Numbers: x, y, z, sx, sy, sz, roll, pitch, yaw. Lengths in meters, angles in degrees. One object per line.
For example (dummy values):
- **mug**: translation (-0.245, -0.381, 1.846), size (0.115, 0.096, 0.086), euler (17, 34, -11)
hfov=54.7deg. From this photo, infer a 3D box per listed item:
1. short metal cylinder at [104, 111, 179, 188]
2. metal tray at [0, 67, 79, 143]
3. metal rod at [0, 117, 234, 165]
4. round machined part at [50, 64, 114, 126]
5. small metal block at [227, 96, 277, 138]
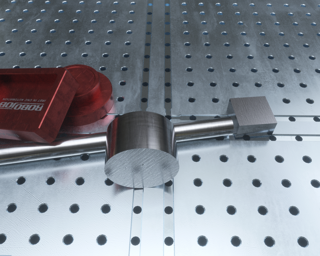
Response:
- **short metal cylinder**: translation (-0.021, 0.026, 0.350), size (0.081, 0.080, 0.050), euler (-3, 50, -3)
- **metal tray**: translation (-0.177, -0.032, 0.392), size (0.130, 0.030, 0.090), euler (4, 62, 23)
- **metal rod**: translation (-0.056, 0.016, 0.393), size (0.302, 0.025, 0.025), euler (-7, 51, -7)
- **round machined part**: translation (-0.117, -0.053, 0.440), size (0.099, 0.042, 0.098), euler (0, 50, 0)
- **small metal block**: translation (0.124, -0.016, 0.423), size (0.050, 0.025, 0.050), euler (-4, 50, -4)
